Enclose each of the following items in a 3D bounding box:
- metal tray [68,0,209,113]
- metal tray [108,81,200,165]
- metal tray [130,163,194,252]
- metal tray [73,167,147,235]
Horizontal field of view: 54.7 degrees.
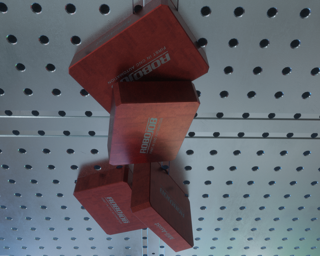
[{"bbox_3d":[-0.023,-0.072,0.347,0.130,0.030,0.090,-28,125,21],"label":"metal tray"},{"bbox_3d":[-0.014,-0.001,0.375,0.091,0.030,0.129,-3,146,-15],"label":"metal tray"},{"bbox_3d":[0.006,0.116,0.467,0.030,0.090,0.130,-24,127,19],"label":"metal tray"},{"bbox_3d":[-0.071,0.125,0.514,0.090,0.030,0.130,-15,129,12],"label":"metal tray"}]
